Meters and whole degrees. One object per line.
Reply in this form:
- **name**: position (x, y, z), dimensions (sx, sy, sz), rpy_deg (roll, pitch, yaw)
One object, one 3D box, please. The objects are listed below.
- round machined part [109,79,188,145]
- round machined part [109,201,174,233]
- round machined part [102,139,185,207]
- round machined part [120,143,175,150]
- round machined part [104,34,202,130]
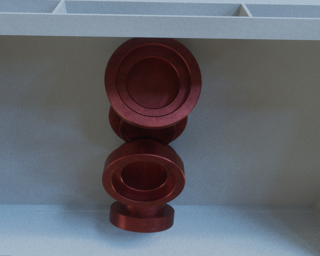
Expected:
- **round machined part**: position (-0.015, -0.010, 0.387), dimensions (0.099, 0.042, 0.097), rpy_deg (-1, 130, 0)
- **round machined part**: position (-0.027, 0.122, 0.476), dimensions (0.099, 0.098, 0.042), rpy_deg (5, 93, -5)
- **round machined part**: position (-0.019, 0.052, 0.383), dimensions (0.099, 0.042, 0.097), rpy_deg (-1, 130, 0)
- **round machined part**: position (-0.021, 0.064, 0.450), dimensions (0.099, 0.042, 0.097), rpy_deg (-1, 130, 0)
- **round machined part**: position (-0.008, -0.046, 0.332), dimensions (0.099, 0.097, 0.042), rpy_deg (5, 172, -5)
